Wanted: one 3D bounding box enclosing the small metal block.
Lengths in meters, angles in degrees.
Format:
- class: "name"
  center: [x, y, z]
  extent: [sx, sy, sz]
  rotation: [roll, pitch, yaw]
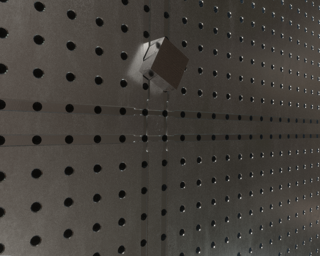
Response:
- class: "small metal block"
  center: [0.006, -0.085, 0.416]
  extent: [0.050, 0.025, 0.050]
  rotation: [35, 69, -35]
